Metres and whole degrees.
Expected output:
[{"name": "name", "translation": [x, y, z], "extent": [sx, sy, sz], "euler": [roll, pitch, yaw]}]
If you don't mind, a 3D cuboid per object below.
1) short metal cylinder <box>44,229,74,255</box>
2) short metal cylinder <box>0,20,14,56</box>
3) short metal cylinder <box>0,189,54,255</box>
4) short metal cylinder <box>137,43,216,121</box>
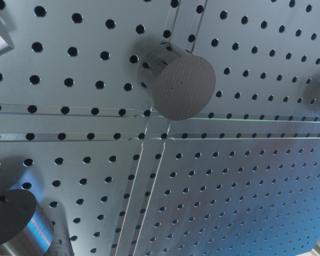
[{"name": "short metal cylinder", "translation": [-0.158, 0.186, 0.423], "extent": [0.081, 0.050, 0.079], "euler": [-14, 124, -21]}, {"name": "short metal cylinder", "translation": [-0.159, -0.085, 0.236], "extent": [0.050, 0.080, 0.080], "euler": [-31, 129, -9]}, {"name": "short metal cylinder", "translation": [-0.171, 0.117, 0.355], "extent": [0.081, 0.080, 0.050], "euler": [-24, 127, -14]}, {"name": "short metal cylinder", "translation": [0.019, -0.056, 0.371], "extent": [0.081, 0.050, 0.079], "euler": [-14, 124, -21]}]
